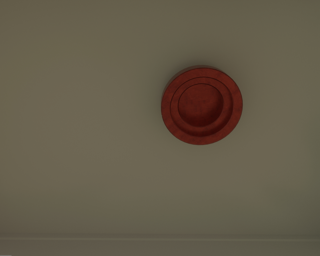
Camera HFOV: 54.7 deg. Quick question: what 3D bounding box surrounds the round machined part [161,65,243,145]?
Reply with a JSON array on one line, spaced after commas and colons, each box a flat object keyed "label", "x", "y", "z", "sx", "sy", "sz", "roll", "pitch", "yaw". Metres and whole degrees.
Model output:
[{"label": "round machined part", "x": 0.050, "y": -0.031, "z": 0.392, "sx": 0.099, "sy": 0.042, "sz": 0.097, "roll": 0, "pitch": 110, "yaw": -1}]
